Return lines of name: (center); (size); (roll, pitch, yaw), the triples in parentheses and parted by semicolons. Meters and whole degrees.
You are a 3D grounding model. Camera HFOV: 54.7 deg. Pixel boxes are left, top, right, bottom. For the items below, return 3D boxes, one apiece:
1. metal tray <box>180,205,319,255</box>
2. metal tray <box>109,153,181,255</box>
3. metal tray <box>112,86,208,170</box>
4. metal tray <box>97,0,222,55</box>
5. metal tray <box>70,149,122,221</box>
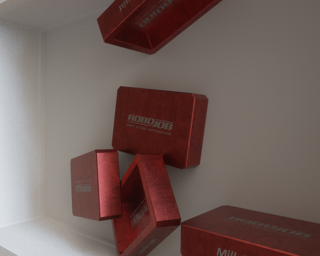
metal tray: (0.096, 0.105, 0.284); (0.130, 0.091, 0.030); (2, 91, 39)
metal tray: (-0.026, 0.102, 0.383); (0.129, 0.030, 0.090); (-58, 39, 44)
metal tray: (-0.005, -0.005, 0.406); (0.130, 0.030, 0.089); (11, 97, 39)
metal tray: (0.001, -0.140, 0.361); (0.130, 0.091, 0.030); (-30, 72, 35)
metal tray: (-0.097, 0.083, 0.450); (0.130, 0.030, 0.090); (-20, 72, 58)
